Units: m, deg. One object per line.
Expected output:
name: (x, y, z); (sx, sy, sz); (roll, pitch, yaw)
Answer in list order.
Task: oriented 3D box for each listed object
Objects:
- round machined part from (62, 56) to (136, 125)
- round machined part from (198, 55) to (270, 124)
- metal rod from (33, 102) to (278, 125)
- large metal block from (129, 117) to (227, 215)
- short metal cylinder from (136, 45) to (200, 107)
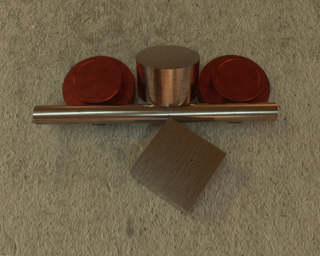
round machined part: (-0.083, -0.056, 0.420); (0.099, 0.042, 0.098); (0, 70, 0)
round machined part: (0.102, -0.059, 0.423); (0.099, 0.042, 0.098); (0, 70, 0)
metal rod: (-0.005, -0.019, 0.394); (0.302, 0.025, 0.025); (-1, 70, -1)
large metal block: (0.021, 0.047, 0.377); (0.080, 0.050, 0.080); (34, 73, 11)
short metal cylinder: (0.010, -0.069, 0.402); (0.080, 0.050, 0.080); (0, 35, 0)
